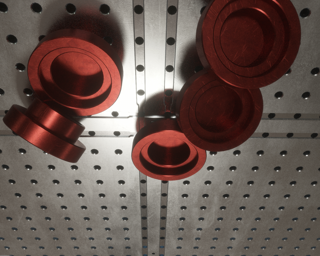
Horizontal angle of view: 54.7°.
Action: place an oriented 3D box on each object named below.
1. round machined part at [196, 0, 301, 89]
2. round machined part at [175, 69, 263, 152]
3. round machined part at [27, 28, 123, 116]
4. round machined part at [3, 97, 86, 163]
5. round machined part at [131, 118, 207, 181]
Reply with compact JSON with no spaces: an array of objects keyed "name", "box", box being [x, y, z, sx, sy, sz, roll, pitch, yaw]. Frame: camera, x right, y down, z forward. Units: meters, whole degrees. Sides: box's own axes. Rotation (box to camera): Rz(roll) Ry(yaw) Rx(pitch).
[{"name":"round machined part","box":[0.083,-0.089,0.308,0.099,0.042,0.097,-1,99,-9]},{"name":"round machined part","box":[0.066,-0.025,0.366,0.099,0.042,0.097,-3,109,-8]},{"name":"round machined part","box":[-0.090,-0.064,0.345,0.099,0.042,0.097,-1,130,0]},{"name":"round machined part","box":[-0.131,-0.002,0.373,0.098,0.098,0.042,35,85,-27]},{"name":"round machined part","box":[0.012,0.025,0.420,0.099,0.042,0.097,1,132,1]}]
